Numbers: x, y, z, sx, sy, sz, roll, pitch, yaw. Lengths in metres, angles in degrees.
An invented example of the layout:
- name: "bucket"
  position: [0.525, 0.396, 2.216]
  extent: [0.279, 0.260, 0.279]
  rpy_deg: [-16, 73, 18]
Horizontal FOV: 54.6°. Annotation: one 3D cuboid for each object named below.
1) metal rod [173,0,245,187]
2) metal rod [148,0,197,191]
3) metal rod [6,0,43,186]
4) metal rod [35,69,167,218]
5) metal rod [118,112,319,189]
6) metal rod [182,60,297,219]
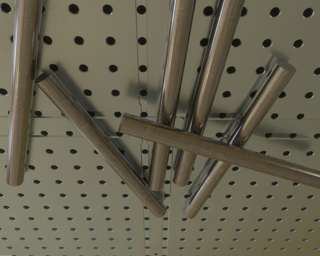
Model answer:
- name: "metal rod"
  position: [0.053, -0.032, 0.384]
  extent: [0.025, 0.025, 0.298]
  rpy_deg: [6, 130, -5]
- name: "metal rod"
  position: [0.009, -0.024, 0.390]
  extent: [0.025, 0.025, 0.298]
  rpy_deg: [4, 130, -4]
- name: "metal rod"
  position: [-0.173, -0.027, 0.386]
  extent: [0.025, 0.025, 0.298]
  rpy_deg: [15, 129, -13]
- name: "metal rod"
  position: [-0.067, 0.042, 0.446]
  extent: [0.025, 0.025, 0.300]
  rpy_deg: [-21, 127, 17]
- name: "metal rod"
  position: [0.095, 0.035, 0.407]
  extent: [0.302, 0.025, 0.025]
  rpy_deg: [16, 128, -14]
- name: "metal rod"
  position: [0.097, 0.038, 0.443]
  extent: [0.025, 0.025, 0.298]
  rpy_deg: [14, 129, -12]
